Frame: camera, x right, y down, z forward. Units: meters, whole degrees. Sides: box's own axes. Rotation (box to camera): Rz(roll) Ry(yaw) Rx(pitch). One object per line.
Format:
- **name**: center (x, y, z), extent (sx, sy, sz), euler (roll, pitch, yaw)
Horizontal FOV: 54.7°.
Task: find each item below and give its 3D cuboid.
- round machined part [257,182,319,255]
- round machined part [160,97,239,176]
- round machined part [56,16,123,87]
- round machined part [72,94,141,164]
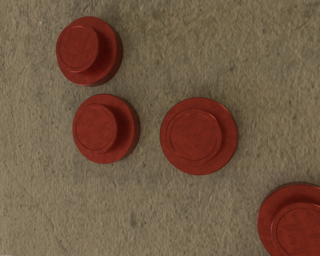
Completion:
- **round machined part**: center (0.159, 0.112, 0.344), extent (0.098, 0.042, 0.097), euler (0, 90, 19)
- **round machined part**: center (0.046, 0.010, 0.383), extent (0.098, 0.042, 0.097), euler (0, 90, 19)
- **round machined part**: center (-0.106, -0.109, 0.436), extent (0.098, 0.042, 0.097), euler (0, 90, 19)
- **round machined part**: center (-0.080, 0.001, 0.427), extent (0.098, 0.042, 0.097), euler (0, 90, 19)
